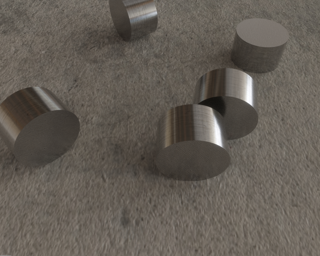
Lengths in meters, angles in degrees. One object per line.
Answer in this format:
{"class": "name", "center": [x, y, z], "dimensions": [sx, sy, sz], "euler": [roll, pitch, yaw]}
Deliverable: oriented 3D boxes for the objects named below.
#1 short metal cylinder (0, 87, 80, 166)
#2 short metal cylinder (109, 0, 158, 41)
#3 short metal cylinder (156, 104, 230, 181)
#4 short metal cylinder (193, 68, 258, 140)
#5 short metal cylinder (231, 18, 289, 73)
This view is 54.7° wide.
{"class": "short metal cylinder", "center": [-0.144, -0.002, 0.367], "dimensions": [0.080, 0.080, 0.050], "euler": [-35, 59, -26]}
{"class": "short metal cylinder", "center": [-0.046, -0.196, 0.532], "dimensions": [0.050, 0.080, 0.080], "euler": [-25, 55, -20]}
{"class": "short metal cylinder", "center": [0.036, 0.019, 0.353], "dimensions": [0.081, 0.080, 0.050], "euler": [1, 50, 0]}
{"class": "short metal cylinder", "center": [0.082, -0.029, 0.393], "dimensions": [0.080, 0.080, 0.050], "euler": [8, 51, 6]}
{"class": "short metal cylinder", "center": [0.160, -0.134, 0.502], "dimensions": [0.081, 0.050, 0.080], "euler": [0, 50, 0]}
